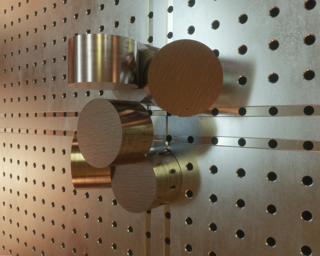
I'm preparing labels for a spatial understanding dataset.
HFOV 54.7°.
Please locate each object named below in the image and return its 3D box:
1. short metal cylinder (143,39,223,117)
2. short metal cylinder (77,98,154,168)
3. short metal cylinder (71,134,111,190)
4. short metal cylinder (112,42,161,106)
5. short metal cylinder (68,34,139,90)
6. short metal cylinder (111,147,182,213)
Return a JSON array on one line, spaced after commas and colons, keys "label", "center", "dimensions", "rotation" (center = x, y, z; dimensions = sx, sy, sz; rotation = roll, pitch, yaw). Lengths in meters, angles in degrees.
[{"label": "short metal cylinder", "center": [0.023, -0.055, 0.345], "dimensions": [0.050, 0.081, 0.079], "rotation": [-138, 56, -78]}, {"label": "short metal cylinder", "center": [-0.055, 0.006, 0.372], "dimensions": [0.080, 0.050, 0.079], "rotation": [0, 90, 40]}, {"label": "short metal cylinder", "center": [-0.093, 0.047, 0.444], "dimensions": [0.050, 0.080, 0.080], "rotation": [-2, 89, -4]}, {"label": "short metal cylinder", "center": [-0.021, -0.069, 0.410], "dimensions": [0.080, 0.050, 0.079], "rotation": [1, 91, 40]}, {"label": "short metal cylinder", "center": [-0.065, -0.073, 0.360], "dimensions": [0.080, 0.081, 0.050], "rotation": [1, 91, 40]}, {"label": "short metal cylinder", "center": [-0.019, 0.067, 0.408], "dimensions": [0.080, 0.050, 0.079], "rotation": [1, 91, 39]}]
